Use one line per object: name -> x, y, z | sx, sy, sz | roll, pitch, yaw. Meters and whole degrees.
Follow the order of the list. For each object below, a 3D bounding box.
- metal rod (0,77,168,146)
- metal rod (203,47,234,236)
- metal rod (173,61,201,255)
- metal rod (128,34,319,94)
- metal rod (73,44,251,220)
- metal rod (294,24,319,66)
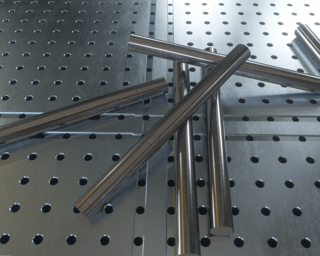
metal rod -> -0.130, -0.016, 0.420 | 0.302, 0.025, 0.025 | -19, 53, -16
metal rod -> 0.073, -0.008, 0.415 | 0.025, 0.025, 0.300 | 3, 50, 2
metal rod -> 0.030, 0.011, 0.398 | 0.025, 0.025, 0.300 | 1, 50, 1
metal rod -> 0.103, -0.093, 0.457 | 0.302, 0.025, 0.025 | 12, 51, -1
metal rod -> 0.016, -0.009, 0.384 | 0.025, 0.025, 0.301 | 35, 67, 26
metal rod -> 0.279, -0.062, 0.461 | 0.025, 0.025, 0.300 | -8, 50, -6
